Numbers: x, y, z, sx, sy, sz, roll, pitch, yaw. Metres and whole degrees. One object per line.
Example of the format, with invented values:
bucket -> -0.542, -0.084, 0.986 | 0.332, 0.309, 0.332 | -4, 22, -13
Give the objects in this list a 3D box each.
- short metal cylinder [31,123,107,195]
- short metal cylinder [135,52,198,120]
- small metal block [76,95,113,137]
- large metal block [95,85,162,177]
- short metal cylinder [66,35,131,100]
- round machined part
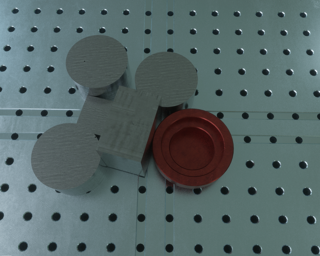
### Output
short metal cylinder -> -0.109, 0.040, 0.383 | 0.081, 0.050, 0.080 | 0, 70, 0
short metal cylinder -> 0.008, -0.055, 0.418 | 0.081, 0.050, 0.080 | 0, 70, 0
small metal block -> -0.079, -0.011, 0.415 | 0.050, 0.025, 0.050 | 14, 71, 5
large metal block -> -0.033, 0.007, 0.376 | 0.050, 0.080, 0.080 | 15, 71, 5
short metal cylinder -> -0.082, -0.080, 0.426 | 0.081, 0.050, 0.080 | 0, 70, 0
round machined part -> 0.040, 0.028, 0.392 | 0.099, 0.042, 0.098 | 0, 70, 0
